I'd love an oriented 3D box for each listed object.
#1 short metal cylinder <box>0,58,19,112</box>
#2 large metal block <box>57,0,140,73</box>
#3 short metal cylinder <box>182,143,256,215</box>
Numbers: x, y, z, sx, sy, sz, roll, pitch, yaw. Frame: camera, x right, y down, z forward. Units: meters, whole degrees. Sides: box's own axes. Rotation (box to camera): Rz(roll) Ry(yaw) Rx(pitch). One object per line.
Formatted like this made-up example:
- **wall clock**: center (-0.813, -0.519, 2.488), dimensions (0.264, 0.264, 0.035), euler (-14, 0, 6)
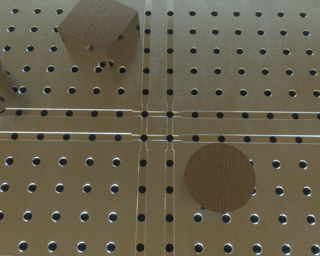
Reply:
- **short metal cylinder**: center (-0.243, -0.063, 0.420), dimensions (0.081, 0.050, 0.080), euler (0, 70, 0)
- **large metal block**: center (-0.086, -0.141, 0.449), dimensions (0.080, 0.050, 0.080), euler (28, 72, 9)
- **short metal cylinder**: center (0.068, 0.064, 0.376), dimensions (0.081, 0.050, 0.080), euler (0, 70, 0)
